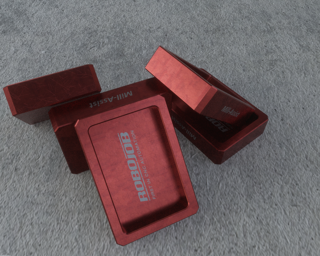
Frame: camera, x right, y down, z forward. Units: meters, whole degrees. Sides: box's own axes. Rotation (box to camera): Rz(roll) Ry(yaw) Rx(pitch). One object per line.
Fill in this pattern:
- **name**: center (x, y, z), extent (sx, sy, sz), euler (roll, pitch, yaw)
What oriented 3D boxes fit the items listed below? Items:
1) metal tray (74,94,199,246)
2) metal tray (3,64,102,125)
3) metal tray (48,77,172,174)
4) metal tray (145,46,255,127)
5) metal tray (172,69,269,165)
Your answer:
- **metal tray**: center (-0.022, 0.040, 0.314), extent (0.091, 0.030, 0.129), euler (-20, 98, -16)
- **metal tray**: center (-0.123, -0.036, 0.372), extent (0.091, 0.130, 0.030), euler (-19, 92, -16)
- **metal tray**: center (-0.052, -0.002, 0.363), extent (0.131, 0.089, 0.030), euler (-20, 53, -16)
- **metal tray**: center (0.053, -0.046, 0.371), extent (0.090, 0.030, 0.131), euler (45, 18, 30)
- **metal tray**: center (0.066, -0.022, 0.420), extent (0.091, 0.030, 0.130), euler (-31, 57, -24)
